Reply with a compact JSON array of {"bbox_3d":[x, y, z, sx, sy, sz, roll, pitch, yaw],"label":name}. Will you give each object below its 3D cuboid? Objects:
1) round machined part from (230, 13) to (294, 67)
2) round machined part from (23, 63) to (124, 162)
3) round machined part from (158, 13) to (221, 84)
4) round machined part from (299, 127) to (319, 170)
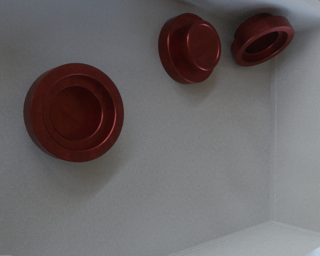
[{"bbox_3d":[0.160,-0.146,0.501,0.099,0.098,0.042,0,61,-40],"label":"round machined part"},{"bbox_3d":[-0.090,-0.015,0.320,0.099,0.042,0.097,0,90,-40],"label":"round machined part"},{"bbox_3d":[0.049,-0.112,0.436,0.099,0.042,0.097,0,90,-40],"label":"round machined part"},{"bbox_3d":[0.358,0.047,0.698,0.099,0.042,0.097,0,90,-40],"label":"round machined part"}]
